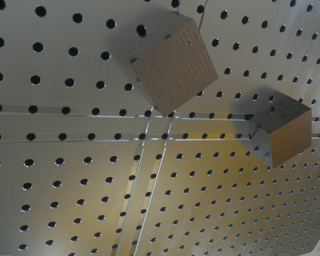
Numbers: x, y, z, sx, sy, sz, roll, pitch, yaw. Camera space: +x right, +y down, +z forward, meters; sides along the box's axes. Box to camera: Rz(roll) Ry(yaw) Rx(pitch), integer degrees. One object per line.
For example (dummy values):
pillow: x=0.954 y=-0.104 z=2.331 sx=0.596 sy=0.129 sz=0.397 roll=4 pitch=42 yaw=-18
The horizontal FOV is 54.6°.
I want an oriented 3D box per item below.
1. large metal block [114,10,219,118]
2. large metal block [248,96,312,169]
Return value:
large metal block: x=0.009 y=-0.072 z=0.355 sx=0.080 sy=0.050 sz=0.080 roll=-37 pitch=129 yaw=-4
large metal block: x=0.196 y=0.007 z=0.506 sx=0.080 sy=0.050 sz=0.080 roll=-29 pitch=128 yaw=-10
